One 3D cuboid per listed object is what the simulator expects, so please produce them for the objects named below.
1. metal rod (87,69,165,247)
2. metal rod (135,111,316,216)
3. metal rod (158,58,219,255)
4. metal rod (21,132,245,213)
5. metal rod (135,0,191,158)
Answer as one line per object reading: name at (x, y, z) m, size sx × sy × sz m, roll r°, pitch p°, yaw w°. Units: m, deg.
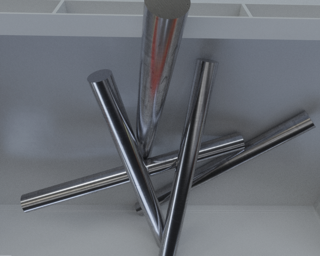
metal rod at (-0.026, 0.063, 0.390) m, size 0.025 × 0.025 × 0.298 m, roll -10°, pitch 128°, yaw 8°
metal rod at (0.081, 0.062, 0.463) m, size 0.299 × 0.025 × 0.025 m, roll -33°, pitch 123°, yaw 24°
metal rod at (0.031, 0.061, 0.402) m, size 0.025 × 0.025 × 0.298 m, roll 7°, pitch 112°, yaw -6°
metal rod at (-0.033, 0.059, 0.418) m, size 0.302 × 0.025 × 0.025 m, roll -16°, pitch 130°, yaw -3°
metal rod at (-0.011, -0.015, 0.305) m, size 0.025 × 0.025 × 0.299 m, roll 4°, pitch 159°, yaw -4°
